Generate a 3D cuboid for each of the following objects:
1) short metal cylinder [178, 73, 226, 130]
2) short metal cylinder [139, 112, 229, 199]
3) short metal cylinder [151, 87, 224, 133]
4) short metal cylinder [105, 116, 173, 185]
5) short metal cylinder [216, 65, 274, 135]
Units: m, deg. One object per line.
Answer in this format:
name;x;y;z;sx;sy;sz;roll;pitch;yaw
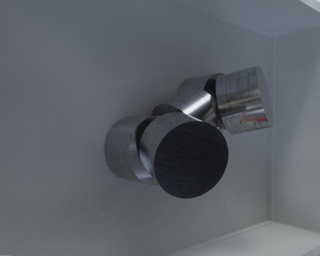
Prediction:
short metal cylinder;0.070;-0.037;0.449;0.081;0.050;0.079;0;90;-40
short metal cylinder;0.024;0.027;0.326;0.081;0.050;0.079;-5;104;-19
short metal cylinder;0.035;-0.007;0.400;0.050;0.080;0.080;-37;113;-34
short metal cylinder;-0.019;0.026;0.374;0.081;0.050;0.079;0;90;-40
short metal cylinder;0.110;-0.035;0.398;0.080;0.050;0.080;35;49;-52
